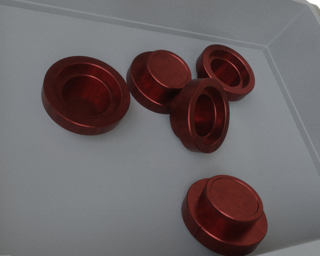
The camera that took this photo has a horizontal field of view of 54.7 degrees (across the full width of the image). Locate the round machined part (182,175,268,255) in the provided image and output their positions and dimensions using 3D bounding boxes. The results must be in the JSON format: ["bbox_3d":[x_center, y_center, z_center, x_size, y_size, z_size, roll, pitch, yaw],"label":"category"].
[{"bbox_3d":[0.078,0.092,0.357,0.099,0.042,0.098,13,33,-9],"label":"round machined part"}]

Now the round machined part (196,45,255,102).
[{"bbox_3d":[0.100,-0.083,0.499,0.099,0.042,0.098,14,56,-21],"label":"round machined part"}]

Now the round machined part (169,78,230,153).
[{"bbox_3d":[0.050,-0.017,0.412,0.099,0.042,0.097,-4,96,-49],"label":"round machined part"}]

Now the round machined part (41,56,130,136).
[{"bbox_3d":[-0.089,-0.034,0.367,0.099,0.042,0.098,14,56,-21],"label":"round machined part"}]

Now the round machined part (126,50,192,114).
[{"bbox_3d":[0.005,-0.072,0.441,0.099,0.042,0.098,14,56,-21],"label":"round machined part"}]
